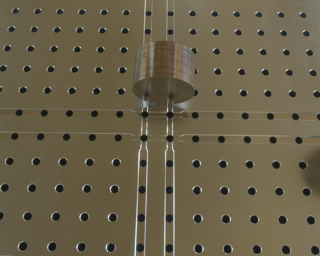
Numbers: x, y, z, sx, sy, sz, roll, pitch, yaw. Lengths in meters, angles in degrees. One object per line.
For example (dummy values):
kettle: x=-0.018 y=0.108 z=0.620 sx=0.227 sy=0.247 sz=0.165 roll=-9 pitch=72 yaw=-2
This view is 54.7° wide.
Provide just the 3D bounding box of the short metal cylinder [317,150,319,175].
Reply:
short metal cylinder: x=0.247 y=0.042 z=0.384 sx=0.081 sy=0.050 sz=0.080 roll=0 pitch=70 yaw=0

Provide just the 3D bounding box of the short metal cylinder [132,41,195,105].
short metal cylinder: x=0.006 y=-0.070 z=0.408 sx=0.080 sy=0.080 sz=0.050 roll=3 pitch=70 yaw=1
